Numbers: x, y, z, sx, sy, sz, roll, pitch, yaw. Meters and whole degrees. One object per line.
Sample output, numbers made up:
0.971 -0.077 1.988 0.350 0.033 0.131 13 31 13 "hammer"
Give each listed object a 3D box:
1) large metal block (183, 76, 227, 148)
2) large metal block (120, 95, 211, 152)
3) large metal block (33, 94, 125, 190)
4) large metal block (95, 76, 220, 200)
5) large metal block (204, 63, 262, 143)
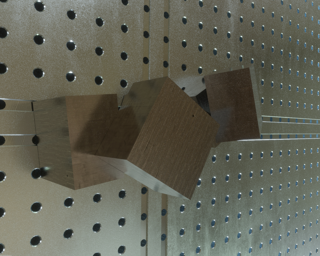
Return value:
0.072 -0.027 0.455 0.080 0.050 0.080 -37 113 -34 "large metal block"
0.004 -0.005 0.378 0.080 0.080 0.050 24 75 -38 "large metal block"
-0.082 0.010 0.305 0.050 0.080 0.079 -8 96 -40 "large metal block"
0.001 0.011 0.290 0.080 0.050 0.080 38 67 -33 "large metal block"
0.094 -0.034 0.385 0.080 0.050 0.079 -37 117 -66 "large metal block"
